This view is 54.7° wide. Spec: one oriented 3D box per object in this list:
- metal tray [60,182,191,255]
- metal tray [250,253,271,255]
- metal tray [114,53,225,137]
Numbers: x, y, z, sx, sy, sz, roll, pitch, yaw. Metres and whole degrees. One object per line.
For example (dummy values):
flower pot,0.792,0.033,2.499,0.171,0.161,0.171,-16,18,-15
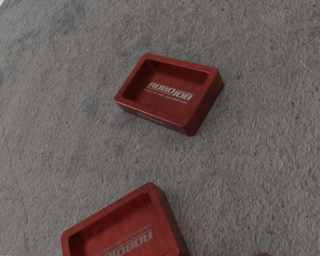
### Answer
metal tray,-0.043,0.131,0.342,0.130,0.030,0.090,-31,52,7
metal tray,0.045,0.167,0.261,0.130,0.030,0.090,-21,67,15
metal tray,0.010,-0.050,0.426,0.130,0.030,0.090,22,73,36
